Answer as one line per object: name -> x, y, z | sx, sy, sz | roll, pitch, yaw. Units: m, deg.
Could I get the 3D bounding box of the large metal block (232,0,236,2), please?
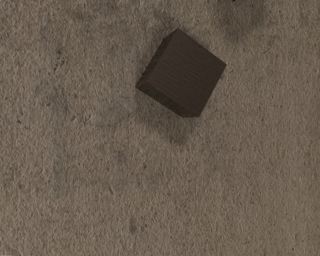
large metal block -> 0.137, -0.233, 0.432 | 0.080, 0.080, 0.050 | -42, 104, -15

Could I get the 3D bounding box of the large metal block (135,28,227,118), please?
large metal block -> 0.027, -0.068, 0.407 | 0.080, 0.050, 0.080 | 32, 79, -18
